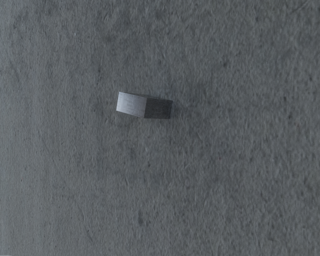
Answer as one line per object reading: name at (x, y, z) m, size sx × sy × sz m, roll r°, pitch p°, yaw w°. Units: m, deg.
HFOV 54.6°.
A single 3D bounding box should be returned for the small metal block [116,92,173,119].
small metal block at (-0.020, -0.029, 0.406) m, size 0.050 × 0.050 × 0.025 m, roll 17°, pitch 101°, yaw 39°
